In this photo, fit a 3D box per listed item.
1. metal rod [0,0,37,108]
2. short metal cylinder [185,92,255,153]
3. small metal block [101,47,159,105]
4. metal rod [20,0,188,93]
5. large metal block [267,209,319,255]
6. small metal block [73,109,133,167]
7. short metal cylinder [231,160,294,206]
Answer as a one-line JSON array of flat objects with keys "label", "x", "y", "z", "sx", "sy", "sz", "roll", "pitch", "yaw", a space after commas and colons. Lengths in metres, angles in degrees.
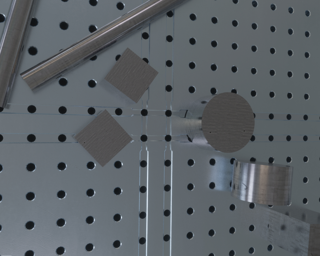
[{"label": "metal rod", "x": -0.149, "y": -0.170, "z": 0.357, "sx": 0.025, "sy": 0.025, "sz": 0.299, "roll": 15, "pitch": 85, "yaw": -20}, {"label": "short metal cylinder", "x": 0.082, "y": -0.007, "z": 0.429, "sx": 0.081, "sy": 0.050, "sz": 0.080, "roll": 0, "pitch": 90, "yaw": -20}, {"label": "small metal block", "x": -0.039, "y": -0.066, "z": 0.398, "sx": 0.050, "sy": 0.025, "sz": 0.050, "roll": 37, "pitch": 78, "yaw": -16}, {"label": "metal rod", "x": -0.037, "y": -0.136, "z": 0.398, "sx": 0.301, "sy": 0.025, "sz": 0.025, "roll": -36, "pitch": 102, "yaw": -17}, {"label": "large metal block", "x": 0.223, "y": 0.157, "z": 0.466, "sx": 0.081, "sy": 0.080, "sz": 0.050, "roll": 6, "pitch": 88, "yaw": -20}, {"label": "small metal block", "x": -0.072, "y": 0.012, "z": 0.386, "sx": 0.050, "sy": 0.025, "sz": 0.050, "roll": -44, "pitch": 104, "yaw": -15}, {"label": "short metal cylinder", "x": 0.143, "y": 0.075, "z": 0.436, "sx": 0.081, "sy": 0.080, "sz": 0.050, "roll": 6, "pitch": 88, "yaw": -20}]
